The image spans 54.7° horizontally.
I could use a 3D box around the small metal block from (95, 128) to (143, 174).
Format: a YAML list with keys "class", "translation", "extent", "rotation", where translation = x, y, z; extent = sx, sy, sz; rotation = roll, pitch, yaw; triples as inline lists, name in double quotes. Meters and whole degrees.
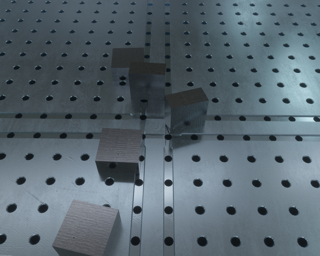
- class: "small metal block"
  translation: [-0.049, 0.028, 0.384]
  extent: [0.050, 0.025, 0.050]
  rotation: [3, 50, 1]

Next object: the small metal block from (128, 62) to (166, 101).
- class: "small metal block"
  translation: [-0.017, -0.067, 0.447]
  extent: [0.050, 0.050, 0.025]
  rotation: [3, 50, 2]

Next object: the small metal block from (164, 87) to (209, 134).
- class: "small metal block"
  translation: [0.034, -0.022, 0.411]
  extent: [0.050, 0.050, 0.025]
  rotation: [-14, 52, -12]

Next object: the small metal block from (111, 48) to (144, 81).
- class: "small metal block"
  translation: [-0.050, -0.102, 0.493]
  extent: [0.050, 0.025, 0.050]
  rotation: [-2, 50, -2]

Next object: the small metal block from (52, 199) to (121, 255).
- class: "small metal block"
  translation: [-0.073, 0.106, 0.317]
  extent: [0.050, 0.025, 0.050]
  rotation: [10, 51, 8]
